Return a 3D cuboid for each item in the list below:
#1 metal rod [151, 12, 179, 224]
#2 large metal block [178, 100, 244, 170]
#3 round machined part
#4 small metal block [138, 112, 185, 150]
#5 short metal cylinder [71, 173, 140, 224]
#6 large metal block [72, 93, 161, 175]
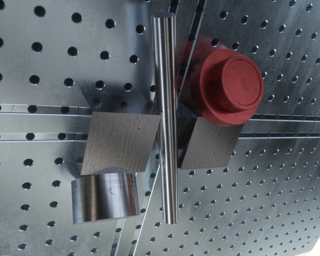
[{"bbox_3d":[0.010,0.012,0.390,0.025,0.025,0.298,-16,125,-19],"label":"metal rod"},{"bbox_3d":[0.062,0.010,0.436,0.081,0.050,0.079,1,118,-29],"label":"large metal block"},{"bbox_3d":[0.090,-0.052,0.385,0.099,0.042,0.097,4,81,-28],"label":"round machined part"},{"bbox_3d":[-0.001,0.002,0.413,0.050,0.025,0.050,1,118,-29],"label":"small metal block"},{"bbox_3d":[-0.068,0.089,0.385,0.081,0.050,0.080,-8,163,-2],"label":"short metal cylinder"},{"bbox_3d":[-0.054,0.007,0.371,0.081,0.050,0.079,2,118,-30],"label":"large metal block"}]
